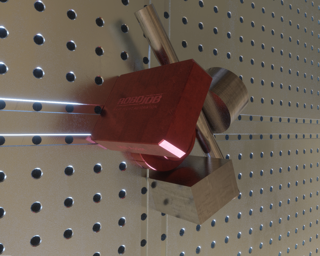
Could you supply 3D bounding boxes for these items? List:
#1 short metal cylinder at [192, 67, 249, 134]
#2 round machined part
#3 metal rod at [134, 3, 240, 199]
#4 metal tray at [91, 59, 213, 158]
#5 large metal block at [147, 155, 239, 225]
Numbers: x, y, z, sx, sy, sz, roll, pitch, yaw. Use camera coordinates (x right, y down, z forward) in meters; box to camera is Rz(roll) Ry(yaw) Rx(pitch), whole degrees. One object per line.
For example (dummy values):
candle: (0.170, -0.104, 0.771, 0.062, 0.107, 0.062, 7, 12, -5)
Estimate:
short metal cylinder: (0.077, -0.039, 0.439, 0.050, 0.080, 0.080, -45, 117, -31)
round machined part: (0.009, 0.009, 0.407, 0.099, 0.042, 0.097, 0, 90, -40)
metal rod: (0.046, -0.020, 0.422, 0.025, 0.025, 0.299, -43, 116, -32)
metal tray: (-0.014, -0.019, 0.331, 0.030, 0.130, 0.090, 34, 69, -35)
large metal block: (0.044, 0.077, 0.413, 0.081, 0.080, 0.050, -25, 106, -38)
